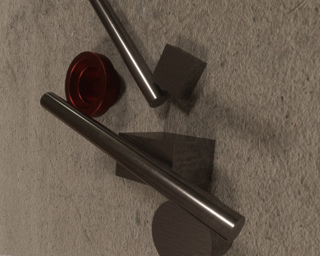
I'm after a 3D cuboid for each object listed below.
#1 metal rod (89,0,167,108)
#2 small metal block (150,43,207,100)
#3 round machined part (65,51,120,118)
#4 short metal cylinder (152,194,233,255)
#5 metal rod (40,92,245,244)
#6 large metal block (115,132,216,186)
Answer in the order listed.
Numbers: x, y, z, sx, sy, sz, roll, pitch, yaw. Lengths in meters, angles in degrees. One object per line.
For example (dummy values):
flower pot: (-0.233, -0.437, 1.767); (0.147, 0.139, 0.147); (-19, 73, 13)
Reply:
metal rod: (-0.071, -0.154, 0.461); (0.025, 0.025, 0.299); (-44, 64, 31)
small metal block: (0.022, -0.070, 0.385); (0.050, 0.025, 0.050); (39, 113, 33)
round machined part: (-0.099, -0.064, 0.473); (0.098, 0.042, 0.097); (0, 90, 39)
short metal cylinder: (0.037, 0.118, 0.356); (0.080, 0.050, 0.079); (0, 90, 39)
metal rod: (-0.045, 0.022, 0.335); (0.300, 0.025, 0.025); (29, 108, 36)
large metal block: (0.007, 0.034, 0.362); (0.080, 0.081, 0.050); (8, 95, 39)
